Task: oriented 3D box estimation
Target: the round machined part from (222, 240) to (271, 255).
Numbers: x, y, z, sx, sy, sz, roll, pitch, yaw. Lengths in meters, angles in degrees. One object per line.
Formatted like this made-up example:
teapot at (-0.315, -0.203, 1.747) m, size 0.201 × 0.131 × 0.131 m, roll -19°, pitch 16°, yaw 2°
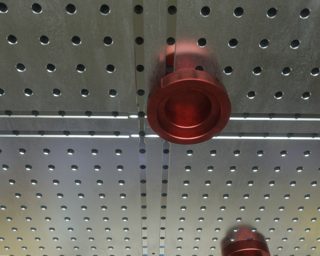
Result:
round machined part at (0.179, 0.274, 0.637) m, size 0.099 × 0.042 × 0.097 m, roll 0°, pitch 130°, yaw 0°

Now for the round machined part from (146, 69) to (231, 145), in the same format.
round machined part at (0.033, -0.029, 0.376) m, size 0.099 × 0.042 × 0.097 m, roll -1°, pitch 130°, yaw 0°
